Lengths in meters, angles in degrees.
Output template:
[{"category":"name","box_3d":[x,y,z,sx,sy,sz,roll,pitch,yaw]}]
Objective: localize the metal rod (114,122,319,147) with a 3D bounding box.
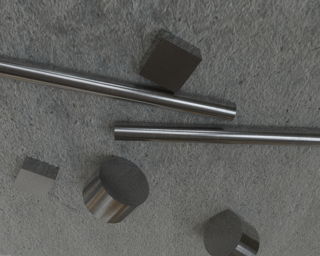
[{"category":"metal rod","box_3d":[0.092,0.009,0.415,0.302,0.025,0.025,2,130,-2]}]

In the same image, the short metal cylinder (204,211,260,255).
[{"category":"short metal cylinder","box_3d":[0.123,0.192,0.536,0.080,0.080,0.050,-37,121,27]}]

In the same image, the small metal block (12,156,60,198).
[{"category":"small metal block","box_3d":[-0.188,0.075,0.469,0.050,0.025,0.050,25,126,-20]}]

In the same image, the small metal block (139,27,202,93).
[{"category":"small metal block","box_3d":[0.011,-0.074,0.344,0.050,0.025,0.050,24,126,-19]}]

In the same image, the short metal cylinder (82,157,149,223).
[{"category":"short metal cylinder","box_3d":[-0.063,0.089,0.446,0.080,0.080,0.050,28,125,-22]}]

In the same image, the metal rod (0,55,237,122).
[{"category":"metal rod","box_3d":[-0.056,-0.047,0.366,0.302,0.025,0.025,10,129,-9]}]
